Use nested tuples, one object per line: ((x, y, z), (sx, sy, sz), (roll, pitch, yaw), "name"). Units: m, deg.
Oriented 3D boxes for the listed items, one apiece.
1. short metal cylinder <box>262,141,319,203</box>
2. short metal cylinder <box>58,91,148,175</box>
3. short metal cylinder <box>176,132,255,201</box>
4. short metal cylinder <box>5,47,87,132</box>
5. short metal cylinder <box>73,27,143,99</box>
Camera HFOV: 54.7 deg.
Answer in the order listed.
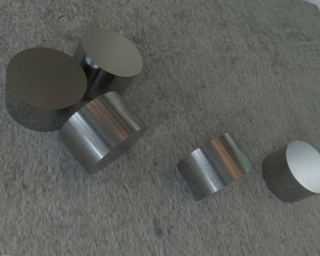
((0.200, 0.065, 0.459), (0.081, 0.050, 0.080), (14, 56, -21), "short metal cylinder")
((-0.060, 0.006, 0.334), (0.050, 0.080, 0.081), (50, 51, 6), "short metal cylinder")
((0.067, 0.047, 0.378), (0.081, 0.080, 0.050), (-21, 73, -36), "short metal cylinder")
((-0.128, -0.042, 0.346), (0.081, 0.050, 0.080), (14, 56, -21), "short metal cylinder")
((-0.069, -0.080, 0.393), (0.080, 0.050, 0.080), (21, 47, -24), "short metal cylinder")
